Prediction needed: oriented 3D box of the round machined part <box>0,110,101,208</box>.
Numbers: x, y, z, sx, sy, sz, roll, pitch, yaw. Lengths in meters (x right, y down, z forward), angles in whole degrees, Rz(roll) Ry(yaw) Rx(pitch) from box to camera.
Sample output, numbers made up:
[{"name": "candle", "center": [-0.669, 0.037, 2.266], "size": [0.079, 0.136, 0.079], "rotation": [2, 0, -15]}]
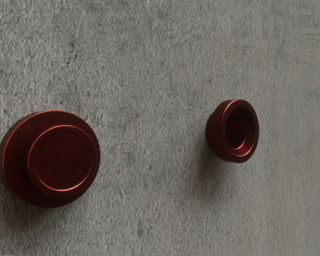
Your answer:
[{"name": "round machined part", "center": [-0.102, 0.031, 0.308], "size": [0.099, 0.042, 0.097], "rotation": [0, 90, -40]}]

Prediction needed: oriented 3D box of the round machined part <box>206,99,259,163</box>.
[{"name": "round machined part", "center": [0.110, 0.005, 0.485], "size": [0.099, 0.042, 0.097], "rotation": [0, 90, -40]}]
